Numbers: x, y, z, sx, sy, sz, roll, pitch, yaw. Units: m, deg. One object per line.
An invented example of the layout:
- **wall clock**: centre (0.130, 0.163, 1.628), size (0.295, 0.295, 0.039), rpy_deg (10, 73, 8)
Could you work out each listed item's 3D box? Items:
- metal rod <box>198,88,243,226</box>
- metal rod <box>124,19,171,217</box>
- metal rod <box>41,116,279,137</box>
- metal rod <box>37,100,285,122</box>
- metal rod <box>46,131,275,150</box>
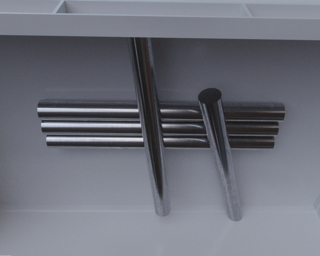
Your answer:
- **metal rod**: centre (0.093, 0.063, 0.436), size (0.025, 0.025, 0.299), rpy_deg (-12, 136, 10)
- **metal rod**: centre (-0.008, 0.015, 0.387), size (0.025, 0.025, 0.298), rpy_deg (-4, 130, 3)
- **metal rod**: centre (0.001, -0.002, 0.405), size (0.302, 0.025, 0.025), rpy_deg (1, 130, -1)
- **metal rod**: centre (0.003, -0.021, 0.389), size (0.302, 0.025, 0.025), rpy_deg (1, 130, -1)
- **metal rod**: centre (0.002, 0.017, 0.422), size (0.302, 0.025, 0.025), rpy_deg (1, 130, -1)
